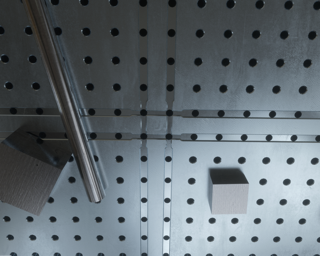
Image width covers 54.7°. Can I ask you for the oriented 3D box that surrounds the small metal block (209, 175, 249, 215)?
[{"bbox_3d":[0.099,0.097,0.450,0.050,0.025,0.050,-1,110,0],"label":"small metal block"}]

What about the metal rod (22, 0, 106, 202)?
[{"bbox_3d":[-0.121,-0.036,0.398,0.025,0.025,0.298,-11,110,4],"label":"metal rod"}]

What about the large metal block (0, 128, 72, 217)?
[{"bbox_3d":[-0.178,0.060,0.420,0.080,0.050,0.080,27,108,-10],"label":"large metal block"}]
